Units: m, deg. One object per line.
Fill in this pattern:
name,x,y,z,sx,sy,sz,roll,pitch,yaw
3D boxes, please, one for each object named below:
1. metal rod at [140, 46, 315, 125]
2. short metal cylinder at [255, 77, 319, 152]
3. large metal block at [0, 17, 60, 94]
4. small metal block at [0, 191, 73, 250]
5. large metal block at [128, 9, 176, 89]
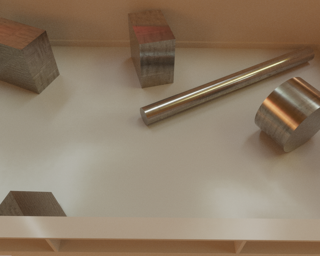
metal rod,0.112,-0.069,0.464,0.302,0.025,0.025,-22,54,-18
short metal cylinder,0.167,-0.016,0.385,0.081,0.080,0.050,-26,55,-20
large metal block,-0.206,-0.106,0.455,0.080,0.080,0.050,19,53,15
small metal block,-0.124,0.090,0.309,0.050,0.050,0.025,44,101,30
large metal block,-0.014,-0.120,0.470,0.050,0.080,0.080,-11,51,-10
